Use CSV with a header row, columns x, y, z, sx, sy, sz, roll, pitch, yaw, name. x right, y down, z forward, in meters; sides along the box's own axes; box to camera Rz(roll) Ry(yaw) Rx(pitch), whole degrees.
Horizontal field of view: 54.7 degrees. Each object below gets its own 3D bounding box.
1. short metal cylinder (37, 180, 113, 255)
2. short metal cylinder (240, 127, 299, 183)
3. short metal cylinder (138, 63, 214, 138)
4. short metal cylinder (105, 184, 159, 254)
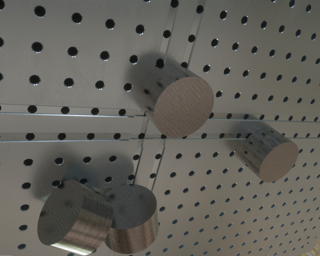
x,y,z,sx,sy,sz,roll,pitch,yaw,name
-0.105,0.111,0.387,0.080,0.080,0.050,-47,129,4,short metal cylinder
0.184,0.045,0.523,0.081,0.050,0.079,-14,124,-21,short metal cylinder
0.019,-0.035,0.384,0.081,0.050,0.079,-14,124,-21,short metal cylinder
-0.043,0.124,0.429,0.081,0.080,0.050,-16,125,-19,short metal cylinder
